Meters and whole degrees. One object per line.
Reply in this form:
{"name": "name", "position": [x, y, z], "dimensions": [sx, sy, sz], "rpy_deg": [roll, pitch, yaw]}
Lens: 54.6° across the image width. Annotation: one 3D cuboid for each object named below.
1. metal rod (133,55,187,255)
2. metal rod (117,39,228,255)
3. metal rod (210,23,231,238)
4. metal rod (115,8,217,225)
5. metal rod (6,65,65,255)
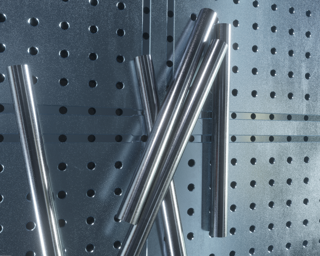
{"name": "metal rod", "position": [0.003, 0.054, 0.413], "dimensions": [0.025, 0.025, 0.298], "rpy_deg": [-11, 94, -20]}
{"name": "metal rod", "position": [0.021, 0.021, 0.393], "dimensions": [0.025, 0.025, 0.299], "rpy_deg": [28, 79, -18]}
{"name": "metal rod", "position": [0.086, 0.003, 0.444], "dimensions": [0.025, 0.025, 0.298], "rpy_deg": [1, 90, -20]}
{"name": "metal rod", "position": [0.015, -0.027, 0.394], "dimensions": [0.025, 0.025, 0.300], "rpy_deg": [28, 72, -18]}
{"name": "metal rod", "position": [-0.138, 0.078, 0.361], "dimensions": [0.025, 0.025, 0.298], "rpy_deg": [-10, 94, -20]}
